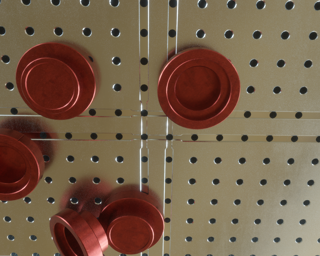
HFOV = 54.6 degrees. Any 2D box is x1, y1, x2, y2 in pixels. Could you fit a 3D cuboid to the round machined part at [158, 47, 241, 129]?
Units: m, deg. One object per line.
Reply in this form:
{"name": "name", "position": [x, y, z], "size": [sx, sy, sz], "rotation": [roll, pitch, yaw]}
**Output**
{"name": "round machined part", "position": [0.046, -0.051, 0.386], "size": [0.099, 0.042, 0.097], "rotation": [0, 110, 0]}

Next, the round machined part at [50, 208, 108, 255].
{"name": "round machined part", "position": [-0.112, 0.158, 0.444], "size": [0.098, 0.042, 0.097], "rotation": [21, 123, 37]}

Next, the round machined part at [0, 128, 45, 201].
{"name": "round machined part", "position": [-0.205, 0.045, 0.419], "size": [0.099, 0.042, 0.097], "rotation": [0, 110, 0]}

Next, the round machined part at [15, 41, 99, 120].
{"name": "round machined part", "position": [-0.129, -0.055, 0.383], "size": [0.099, 0.042, 0.097], "rotation": [0, 110, 0]}

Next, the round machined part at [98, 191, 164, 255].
{"name": "round machined part", "position": [-0.043, 0.146, 0.458], "size": [0.099, 0.042, 0.097], "rotation": [0, 110, 0]}
